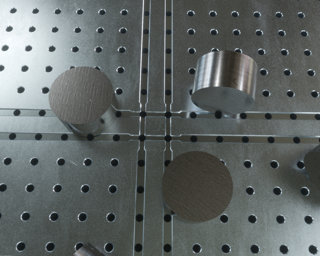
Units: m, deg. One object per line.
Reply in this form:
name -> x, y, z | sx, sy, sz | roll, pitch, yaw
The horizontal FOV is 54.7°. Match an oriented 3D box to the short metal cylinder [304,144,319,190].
short metal cylinder -> 0.222, 0.048, 0.368 | 0.050, 0.080, 0.080 | -33, 74, -11

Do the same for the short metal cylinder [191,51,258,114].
short metal cylinder -> 0.084, -0.057, 0.404 | 0.080, 0.080, 0.050 | 10, 71, 3

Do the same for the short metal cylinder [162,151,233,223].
short metal cylinder -> 0.042, 0.073, 0.372 | 0.081, 0.050, 0.080 | 0, 70, 0

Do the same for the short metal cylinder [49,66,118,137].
short metal cylinder -> -0.098, -0.034, 0.410 | 0.081, 0.050, 0.080 | 0, 70, -1

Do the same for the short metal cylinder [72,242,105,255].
short metal cylinder -> -0.081, 0.168, 0.320 | 0.050, 0.080, 0.080 | 35, 74, 11
